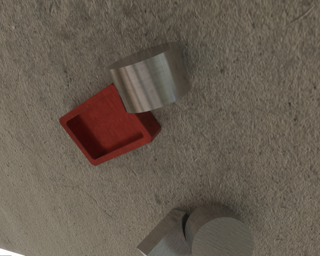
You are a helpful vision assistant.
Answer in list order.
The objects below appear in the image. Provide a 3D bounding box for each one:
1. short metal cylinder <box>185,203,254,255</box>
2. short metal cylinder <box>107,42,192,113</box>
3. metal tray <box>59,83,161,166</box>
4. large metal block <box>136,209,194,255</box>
[{"bbox_3d":[0.078,0.148,0.416,0.081,0.050,0.079,-1,97,-6],"label":"short metal cylinder"},{"bbox_3d":[-0.011,-0.057,0.342,0.080,0.080,0.050,-7,115,31],"label":"short metal cylinder"},{"bbox_3d":[-0.074,-0.005,0.439,0.130,0.030,0.090,-25,105,36],"label":"metal tray"},{"bbox_3d":[0.027,0.180,0.460,0.080,0.080,0.050,50,159,-8],"label":"large metal block"}]
